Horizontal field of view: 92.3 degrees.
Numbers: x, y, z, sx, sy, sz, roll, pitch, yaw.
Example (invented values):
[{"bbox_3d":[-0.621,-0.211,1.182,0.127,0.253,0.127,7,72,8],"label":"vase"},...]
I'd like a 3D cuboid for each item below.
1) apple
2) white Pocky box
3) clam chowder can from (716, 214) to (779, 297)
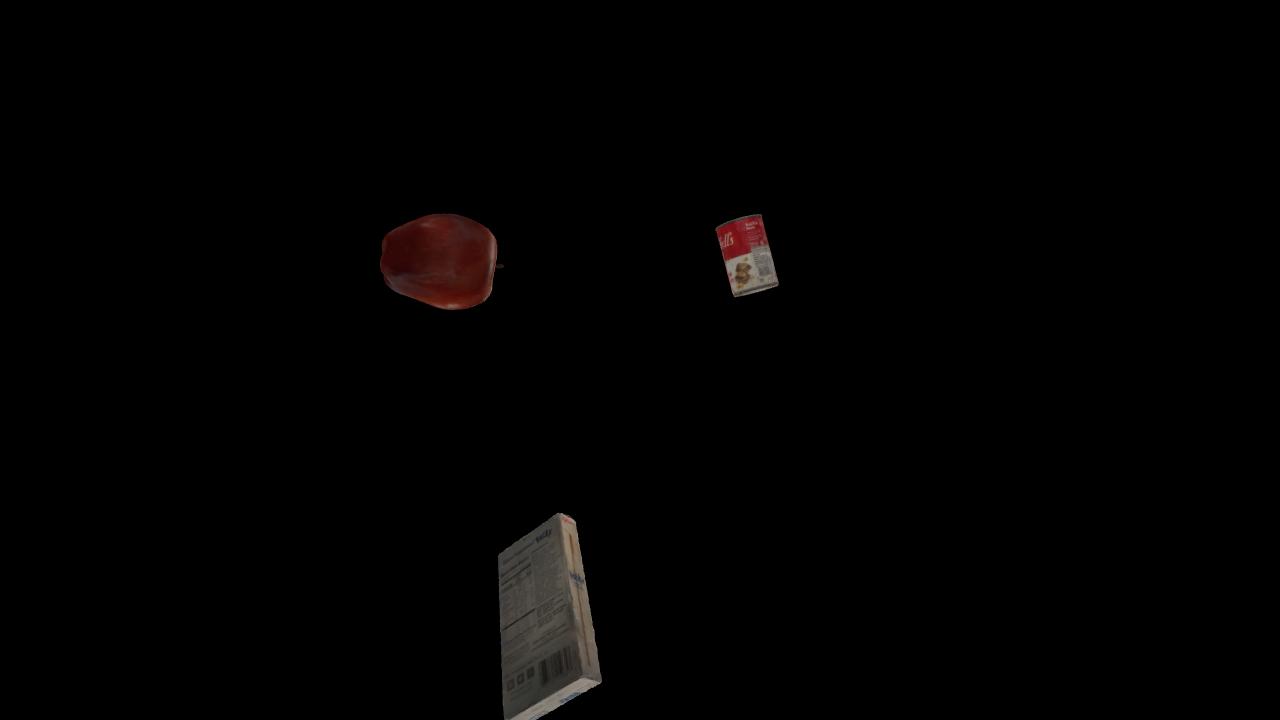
[{"bbox_3d":[-0.157,-0.080,0.494,0.093,0.079,0.079,3,-1,-13],"label":"apple"},{"bbox_3d":[-0.084,0.218,0.533,0.084,0.154,0.028,-37,-51,15],"label":"white Pocky box"},{"bbox_3d":[0.152,-0.146,0.869,0.068,0.102,0.068,-15,1,0],"label":"clam chowder can"}]
